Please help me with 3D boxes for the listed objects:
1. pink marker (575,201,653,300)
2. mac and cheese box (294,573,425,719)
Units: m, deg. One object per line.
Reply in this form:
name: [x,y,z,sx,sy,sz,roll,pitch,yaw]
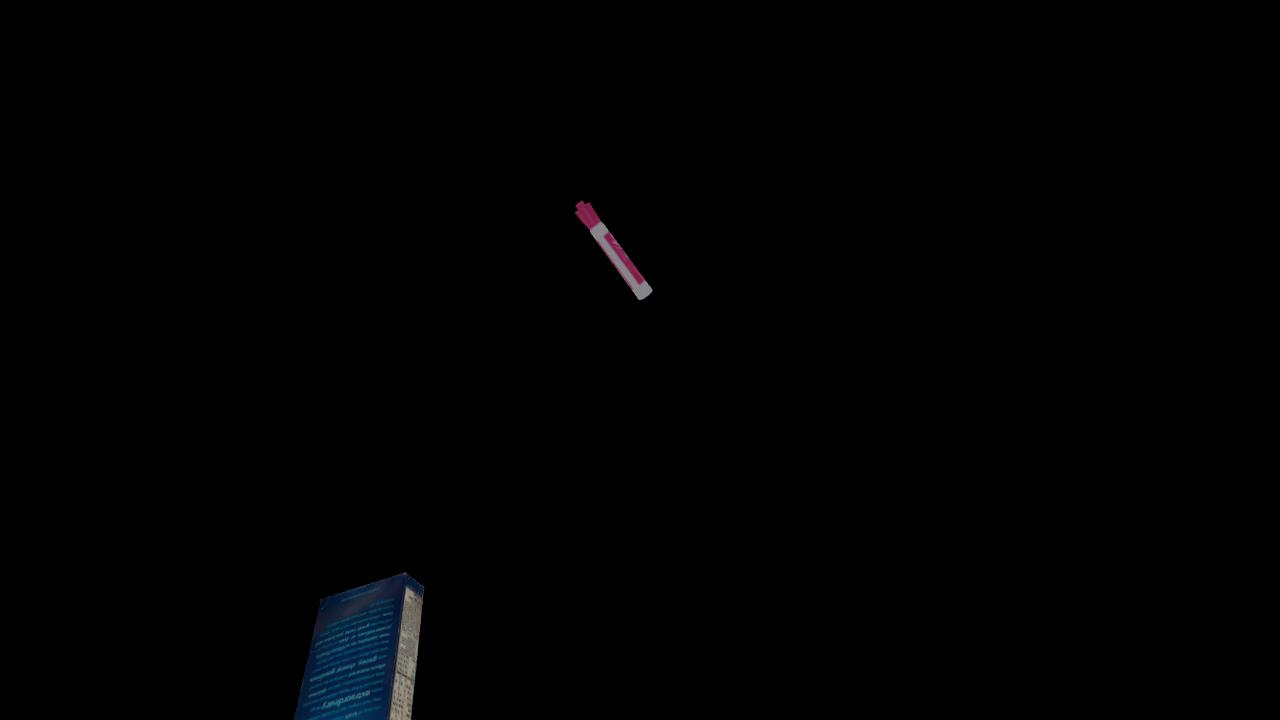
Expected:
pink marker: [-0.028,-0.116,0.653,0.020,0.121,0.020,-33,17,12]
mac and cheese box: [-0.239,0.283,0.520,0.093,0.184,0.041,-18,-46,5]
